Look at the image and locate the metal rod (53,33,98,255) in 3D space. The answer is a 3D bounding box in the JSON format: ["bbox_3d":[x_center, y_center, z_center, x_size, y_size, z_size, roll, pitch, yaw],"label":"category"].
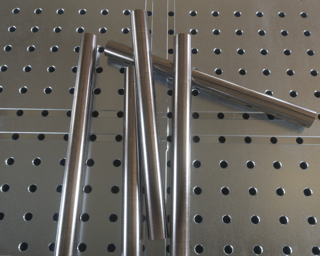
[{"bbox_3d":[-0.107,0.007,0.408,0.025,0.025,0.299,1,70,0],"label":"metal rod"}]

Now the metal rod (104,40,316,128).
[{"bbox_3d":[0.064,-0.064,0.435,0.301,0.025,0.025,21,71,7],"label":"metal rod"}]

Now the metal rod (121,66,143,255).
[{"bbox_3d":[-0.035,0.059,0.390,0.025,0.025,0.299,-1,70,-1],"label":"metal rod"}]

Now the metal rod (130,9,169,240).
[{"bbox_3d":[-0.016,-0.015,0.400,0.025,0.025,0.299,-5,76,-2],"label":"metal rod"}]

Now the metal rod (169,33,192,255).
[{"bbox_3d":[0.027,0.022,0.388,0.025,0.025,0.299,2,76,0],"label":"metal rod"}]
